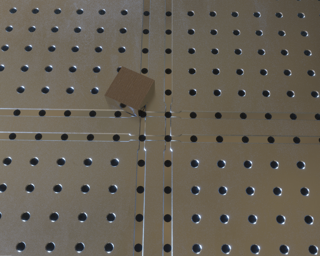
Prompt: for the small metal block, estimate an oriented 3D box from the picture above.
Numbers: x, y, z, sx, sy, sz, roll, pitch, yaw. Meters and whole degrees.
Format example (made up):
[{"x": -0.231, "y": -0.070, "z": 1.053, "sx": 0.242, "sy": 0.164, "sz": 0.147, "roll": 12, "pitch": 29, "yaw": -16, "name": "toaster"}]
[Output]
[{"x": -0.041, "y": -0.050, "z": 0.430, "sx": 0.050, "sy": 0.025, "sz": 0.050, "roll": 25, "pitch": 72, "yaw": 8, "name": "small metal block"}]
